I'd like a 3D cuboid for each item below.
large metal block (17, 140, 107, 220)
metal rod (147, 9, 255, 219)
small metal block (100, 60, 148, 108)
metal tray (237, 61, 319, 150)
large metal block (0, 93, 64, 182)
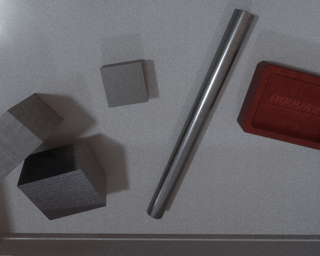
[{"bbox_3d":[-0.124,0.070,0.409,0.080,0.050,0.080,-15,131,5],"label":"large metal block"},{"bbox_3d":[0.046,-0.004,0.410,0.025,0.025,0.298,20,109,-8],"label":"metal rod"},{"bbox_3d":[-0.043,-0.056,0.390,0.050,0.025,0.050,-9,110,2],"label":"small metal block"},{"bbox_3d":[0.178,-0.026,0.401,0.131,0.030,0.089,13,110,-6],"label":"metal tray"},{"bbox_3d":[-0.176,0.010,0.383,0.080,0.080,0.050,-40,105,13],"label":"large metal block"}]
